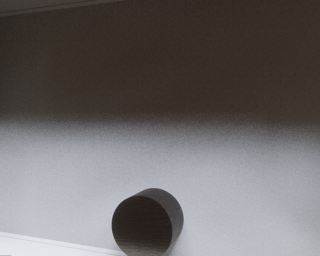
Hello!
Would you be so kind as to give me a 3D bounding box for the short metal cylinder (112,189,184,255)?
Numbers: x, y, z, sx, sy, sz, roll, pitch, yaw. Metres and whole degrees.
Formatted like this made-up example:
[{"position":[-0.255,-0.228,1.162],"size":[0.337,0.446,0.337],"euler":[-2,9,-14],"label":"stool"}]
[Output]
[{"position":[-0.015,0.122,0.402],"size":[0.080,0.050,0.079],"euler":[0,90,19],"label":"short metal cylinder"}]
